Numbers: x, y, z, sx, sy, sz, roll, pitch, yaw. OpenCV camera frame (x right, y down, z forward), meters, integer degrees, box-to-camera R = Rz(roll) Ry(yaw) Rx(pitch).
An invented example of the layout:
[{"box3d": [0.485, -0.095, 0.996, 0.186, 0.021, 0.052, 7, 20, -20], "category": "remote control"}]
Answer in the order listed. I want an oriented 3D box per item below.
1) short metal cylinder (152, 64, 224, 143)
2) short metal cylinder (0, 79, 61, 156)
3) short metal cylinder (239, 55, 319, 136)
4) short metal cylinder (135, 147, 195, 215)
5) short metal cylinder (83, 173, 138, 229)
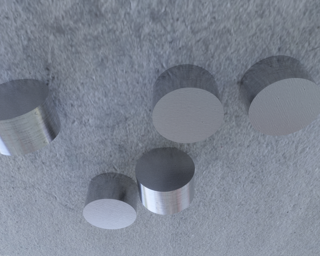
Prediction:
[{"box3d": [0.031, -0.028, 0.368, 0.081, 0.050, 0.079, 0, 130, 0], "category": "short metal cylinder"}, {"box3d": [-0.162, -0.014, 0.357, 0.080, 0.080, 0.050, -3, 130, 2], "category": "short metal cylinder"}, {"box3d": [0.139, -0.037, 0.361, 0.081, 0.050, 0.079, 0, 130, 0], "category": "short metal cylinder"}, {"box3d": [0.008, 0.073, 0.433, 0.080, 0.080, 0.050, -3, 130, 2], "category": "short metal cylinder"}, {"box3d": [-0.076, 0.116, 0.488, 0.081, 0.050, 0.079, 0, 130, 0], "category": "short metal cylinder"}]
